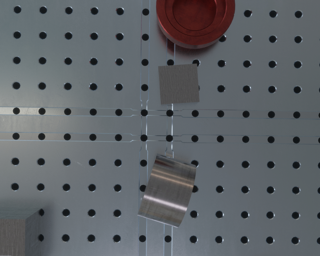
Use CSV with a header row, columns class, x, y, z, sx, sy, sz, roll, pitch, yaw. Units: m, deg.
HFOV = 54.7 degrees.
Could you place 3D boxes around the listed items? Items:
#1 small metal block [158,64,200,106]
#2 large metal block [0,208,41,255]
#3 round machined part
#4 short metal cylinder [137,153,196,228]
class,x,y,z,sx,sy,sz,roll,pitch,yaw
small metal block,0.025,-0.057,0.413,0.050,0.025,0.050,-4,90,0
large metal block,-0.204,0.149,0.399,0.081,0.050,0.080,1,90,0
round machined part,0.045,-0.152,0.405,0.099,0.042,0.097,0,90,0
short metal cylinder,0.008,0.077,0.386,0.050,0.080,0.080,18,90,0
